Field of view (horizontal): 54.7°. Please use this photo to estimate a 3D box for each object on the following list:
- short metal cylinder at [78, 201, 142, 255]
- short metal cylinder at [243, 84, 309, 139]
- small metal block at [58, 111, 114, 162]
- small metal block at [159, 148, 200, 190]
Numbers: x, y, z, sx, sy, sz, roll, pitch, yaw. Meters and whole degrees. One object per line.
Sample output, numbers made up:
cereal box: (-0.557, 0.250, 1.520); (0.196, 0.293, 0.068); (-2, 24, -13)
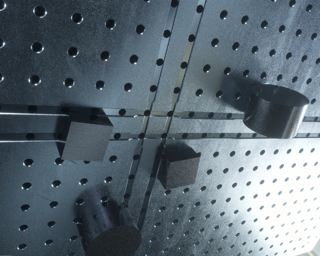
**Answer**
short metal cylinder: (-0.074, 0.154, 0.450); (0.081, 0.050, 0.079); (-14, 124, -21)
short metal cylinder: (0.167, -0.026, 0.451); (0.081, 0.080, 0.050); (-7, 122, -25)
small metal block: (-0.089, 0.011, 0.369); (0.050, 0.025, 0.050); (8, 115, -32)
small metal block: (0.029, 0.061, 0.465); (0.050, 0.025, 0.050); (-7, 122, -25)
